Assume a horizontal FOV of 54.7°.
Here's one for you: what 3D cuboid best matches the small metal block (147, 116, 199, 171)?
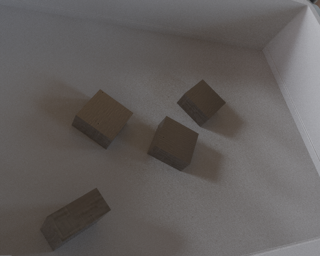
[{"bbox_3d":[0.018,0.020,0.403,0.050,0.025,0.050,29,52,-10],"label":"small metal block"}]

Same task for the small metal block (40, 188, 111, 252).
[{"bbox_3d":[-0.081,0.087,0.293,0.050,0.050,0.025,-28,77,-37],"label":"small metal block"}]

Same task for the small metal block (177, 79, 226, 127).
[{"bbox_3d":[0.062,-0.038,0.462,0.050,0.025,0.050,46,51,4],"label":"small metal block"}]

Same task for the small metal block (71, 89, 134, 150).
[{"bbox_3d":[-0.069,-0.011,0.375,0.050,0.025,0.050,36,51,-4],"label":"small metal block"}]
